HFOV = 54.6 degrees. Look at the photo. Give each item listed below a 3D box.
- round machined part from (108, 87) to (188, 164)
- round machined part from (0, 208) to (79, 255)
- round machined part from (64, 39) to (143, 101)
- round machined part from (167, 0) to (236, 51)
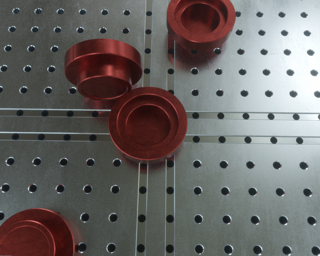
[{"bbox_3d":[-0.015,-0.001,0.403,0.099,0.042,0.098,0,70,0],"label":"round machined part"},{"bbox_3d":[-0.146,0.141,0.351,0.099,0.042,0.098,0,70,0],"label":"round machined part"},{"bbox_3d":[-0.071,-0.068,0.397,0.099,0.098,0.042,-5,70,-2],"label":"round machined part"},{"bbox_3d":[0.059,-0.156,0.460,0.099,0.042,0.098,0,70,0],"label":"round machined part"}]
